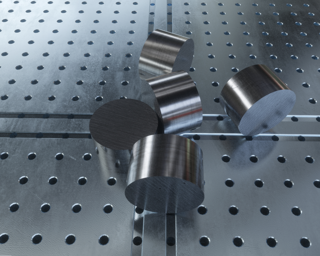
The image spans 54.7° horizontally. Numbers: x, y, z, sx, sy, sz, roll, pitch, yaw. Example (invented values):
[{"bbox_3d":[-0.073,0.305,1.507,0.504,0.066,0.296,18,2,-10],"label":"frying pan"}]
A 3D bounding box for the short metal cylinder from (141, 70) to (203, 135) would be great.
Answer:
[{"bbox_3d":[0.013,-0.029,0.396,0.050,0.080,0.080,-18,52,-14],"label":"short metal cylinder"}]

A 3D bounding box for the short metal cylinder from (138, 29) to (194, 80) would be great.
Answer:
[{"bbox_3d":[0.011,-0.099,0.455,0.050,0.080,0.080,22,54,18],"label":"short metal cylinder"}]

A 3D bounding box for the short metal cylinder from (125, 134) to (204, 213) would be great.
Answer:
[{"bbox_3d":[0.006,0.050,0.329,0.080,0.080,0.050,3,50,2],"label":"short metal cylinder"}]

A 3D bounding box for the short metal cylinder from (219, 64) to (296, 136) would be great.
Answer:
[{"bbox_3d":[0.125,-0.035,0.402,0.081,0.080,0.050,-17,52,-14],"label":"short metal cylinder"}]

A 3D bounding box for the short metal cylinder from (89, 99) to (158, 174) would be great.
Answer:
[{"bbox_3d":[-0.043,0.009,0.383,0.081,0.050,0.080,0,50,0],"label":"short metal cylinder"}]
